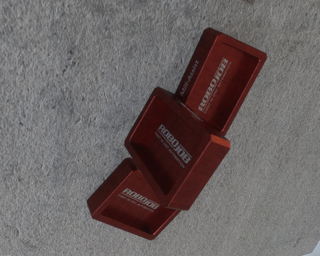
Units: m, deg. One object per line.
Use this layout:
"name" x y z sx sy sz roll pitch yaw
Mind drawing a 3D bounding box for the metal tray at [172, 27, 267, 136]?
"metal tray" 0.073 -0.054 0.409 0.091 0.030 0.129 12 112 -33

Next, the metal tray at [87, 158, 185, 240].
"metal tray" -0.028 0.109 0.454 0.090 0.030 0.130 -48 129 5

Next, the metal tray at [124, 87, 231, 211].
"metal tray" 0.012 0.018 0.356 0.030 0.130 0.090 20 108 -36
